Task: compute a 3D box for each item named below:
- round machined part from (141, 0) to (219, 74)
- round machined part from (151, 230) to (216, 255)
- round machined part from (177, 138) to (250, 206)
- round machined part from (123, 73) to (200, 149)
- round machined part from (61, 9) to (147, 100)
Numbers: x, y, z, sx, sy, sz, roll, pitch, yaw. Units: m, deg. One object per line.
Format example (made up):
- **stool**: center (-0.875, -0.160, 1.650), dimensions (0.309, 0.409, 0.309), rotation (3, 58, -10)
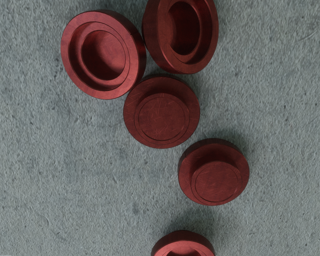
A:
- **round machined part**: center (0.019, -0.109, 0.342), dimensions (0.099, 0.042, 0.097), rotation (-11, 106, -42)
- **round machined part**: center (0.035, 0.197, 0.473), dimensions (0.099, 0.042, 0.097), rotation (0, 110, 0)
- **round machined part**: center (0.074, 0.066, 0.426), dimensions (0.099, 0.042, 0.097), rotation (0, 110, 0)
- **round machined part**: center (0.002, -0.017, 0.394), dimensions (0.099, 0.042, 0.097), rotation (0, 110, 0)
- **round machined part**: center (-0.060, -0.085, 0.357), dimensions (0.098, 0.042, 0.097), rotation (9, 117, 18)
